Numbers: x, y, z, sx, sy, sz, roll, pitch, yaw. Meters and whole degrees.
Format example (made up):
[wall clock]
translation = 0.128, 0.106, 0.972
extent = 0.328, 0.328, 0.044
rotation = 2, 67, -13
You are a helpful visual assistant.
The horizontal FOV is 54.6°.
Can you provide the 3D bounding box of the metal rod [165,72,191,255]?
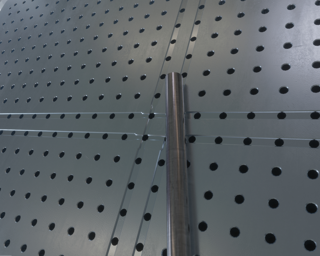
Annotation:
[metal rod]
translation = 0.020, 0.056, 0.363
extent = 0.025, 0.025, 0.300
rotation = -13, 56, 21
